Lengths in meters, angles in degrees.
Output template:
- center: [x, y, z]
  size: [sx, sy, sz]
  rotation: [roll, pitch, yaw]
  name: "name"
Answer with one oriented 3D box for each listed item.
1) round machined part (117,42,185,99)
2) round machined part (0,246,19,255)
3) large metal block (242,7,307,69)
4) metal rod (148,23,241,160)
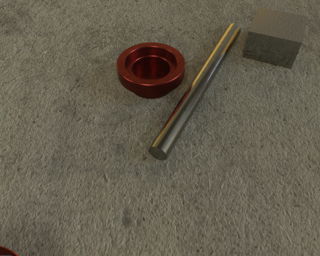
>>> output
- center: [-0.013, -0.081, 0.461]
  size: [0.099, 0.042, 0.098]
  rotation: [0, 50, 0]
  name: "round machined part"
- center: [-0.153, 0.155, 0.261]
  size: [0.099, 0.042, 0.098]
  rotation: [0, 50, 0]
  name: "round machined part"
- center: [0.191, -0.152, 0.516]
  size: [0.080, 0.050, 0.080]
  rotation: [18, 52, 14]
  name: "large metal block"
- center: [0.064, -0.072, 0.463]
  size: [0.025, 0.025, 0.301]
  rotation: [21, 53, 17]
  name: "metal rod"
